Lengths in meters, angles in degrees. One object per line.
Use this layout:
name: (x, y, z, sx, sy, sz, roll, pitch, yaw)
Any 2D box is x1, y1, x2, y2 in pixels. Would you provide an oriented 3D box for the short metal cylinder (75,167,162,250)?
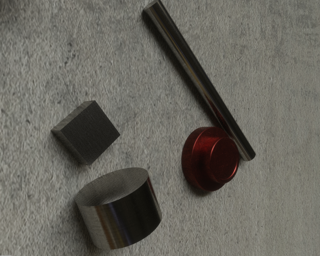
short metal cylinder: (-0.043, 0.083, 0.334, 0.081, 0.080, 0.050, -28, 108, -37)

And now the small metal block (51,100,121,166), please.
small metal block: (-0.080, 0.005, 0.339, 0.050, 0.025, 0.050, -48, 119, -29)

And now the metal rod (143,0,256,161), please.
metal rod: (0.072, -0.055, 0.466, 0.300, 0.025, 0.025, 51, 60, -28)

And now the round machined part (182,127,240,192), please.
round machined part: (0.082, 0.047, 0.465, 0.099, 0.042, 0.097, 0, 90, -40)
